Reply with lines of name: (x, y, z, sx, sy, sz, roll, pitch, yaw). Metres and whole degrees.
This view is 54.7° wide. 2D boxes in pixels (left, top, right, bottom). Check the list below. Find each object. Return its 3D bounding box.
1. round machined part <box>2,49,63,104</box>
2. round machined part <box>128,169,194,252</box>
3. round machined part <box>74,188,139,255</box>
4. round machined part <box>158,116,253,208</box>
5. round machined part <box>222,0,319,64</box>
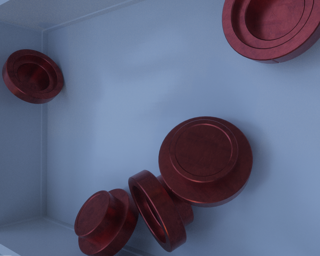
round machined part: (-0.226, -0.086, 0.547, 0.042, 0.099, 0.098, -31, 71, 41)
round machined part: (0.004, 0.093, 0.372, 0.098, 0.042, 0.097, 50, 156, 33)
round machined part: (-0.079, 0.126, 0.428, 0.098, 0.042, 0.098, -32, 32, 23)
round machined part: (0.046, 0.030, 0.325, 0.098, 0.042, 0.098, -5, 63, 9)
round machined part: (0.114, -0.111, 0.301, 0.098, 0.042, 0.097, 0, 90, 40)
